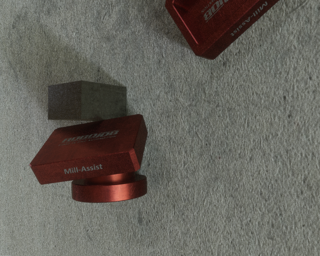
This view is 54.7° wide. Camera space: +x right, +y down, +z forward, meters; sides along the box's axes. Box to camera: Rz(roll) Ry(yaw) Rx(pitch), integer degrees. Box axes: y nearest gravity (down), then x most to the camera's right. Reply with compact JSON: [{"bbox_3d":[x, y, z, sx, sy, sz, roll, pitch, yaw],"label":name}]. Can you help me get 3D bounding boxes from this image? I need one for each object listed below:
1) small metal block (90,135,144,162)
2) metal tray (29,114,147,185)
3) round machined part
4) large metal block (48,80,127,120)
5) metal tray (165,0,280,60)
[{"bbox_3d":[-0.060,0.029,0.436,0.050,0.050,0.025,-7,95,40],"label":"small metal block"},{"bbox_3d":[-0.086,0.025,0.400,0.131,0.090,0.030,-9,119,10],"label":"metal tray"},{"bbox_3d":[-0.067,0.067,0.412,0.098,0.099,0.042,-3,89,40],"label":"round machined part"},{"bbox_3d":[-0.107,-0.037,0.457,0.080,0.081,0.050,0,89,40],"label":"large metal block"},{"bbox_3d":[0.074,-0.151,0.340,0.129,0.030,0.090,-41,65,32],"label":"metal tray"}]
